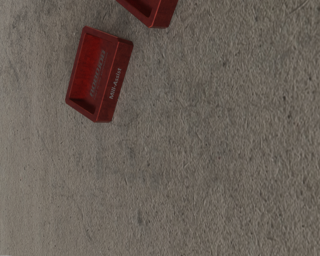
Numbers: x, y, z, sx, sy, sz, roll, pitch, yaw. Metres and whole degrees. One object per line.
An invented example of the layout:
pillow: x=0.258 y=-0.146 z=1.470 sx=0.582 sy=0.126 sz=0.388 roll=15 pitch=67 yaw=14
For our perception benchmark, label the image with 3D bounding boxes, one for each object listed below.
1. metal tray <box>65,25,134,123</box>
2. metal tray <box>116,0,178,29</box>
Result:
metal tray: x=-0.098 y=-0.083 z=0.482 sx=0.090 sy=0.030 sz=0.129 roll=30 pitch=109 yaw=36
metal tray: x=-0.006 y=-0.204 z=0.387 sx=0.090 sy=0.030 sz=0.129 roll=47 pitch=131 yaw=29
